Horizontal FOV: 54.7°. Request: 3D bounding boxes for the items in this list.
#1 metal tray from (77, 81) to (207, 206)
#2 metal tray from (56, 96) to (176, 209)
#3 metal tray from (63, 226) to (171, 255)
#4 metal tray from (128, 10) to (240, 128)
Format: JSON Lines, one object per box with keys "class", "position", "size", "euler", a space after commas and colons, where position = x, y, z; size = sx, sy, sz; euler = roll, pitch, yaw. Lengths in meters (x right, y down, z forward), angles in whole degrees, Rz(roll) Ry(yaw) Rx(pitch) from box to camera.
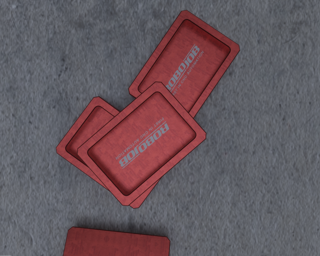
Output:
{"class": "metal tray", "position": [-0.021, 0.018, 0.376], "size": [0.130, 0.030, 0.090], "euler": [-41, 91, -1]}
{"class": "metal tray", "position": [-0.055, 0.031, 0.406], "size": [0.130, 0.030, 0.090], "euler": [36, 90, -1]}
{"class": "metal tray", "position": [-0.056, 0.178, 0.392], "size": [0.131, 0.030, 0.090], "euler": [7, 70, -1]}
{"class": "metal tray", "position": [0.031, -0.075, 0.407], "size": [0.090, 0.030, 0.130], "euler": [34, 90, -1]}
